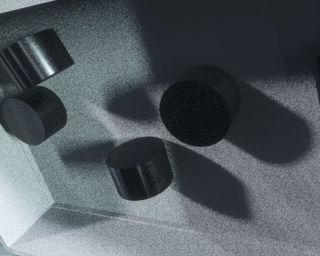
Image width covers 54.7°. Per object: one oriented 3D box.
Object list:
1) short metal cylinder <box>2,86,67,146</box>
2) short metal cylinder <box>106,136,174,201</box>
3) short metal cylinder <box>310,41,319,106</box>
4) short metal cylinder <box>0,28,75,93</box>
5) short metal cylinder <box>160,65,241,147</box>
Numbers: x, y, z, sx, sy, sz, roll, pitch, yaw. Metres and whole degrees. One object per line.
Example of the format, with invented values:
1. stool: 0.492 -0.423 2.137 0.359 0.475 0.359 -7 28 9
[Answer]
1. short metal cylinder: -0.194 -0.020 0.483 0.080 0.050 0.079 13 124 21
2. short metal cylinder: -0.027 0.053 0.420 0.080 0.080 0.050 -2 117 29
3. short metal cylinder: 0.171 -0.049 0.253 0.080 0.080 0.050 -8 115 31
4. short metal cylinder: -0.160 -0.087 0.404 0.080 0.080 0.050 -18 109 35
5. short metal cylinder: 0.047 -0.026 0.352 0.080 0.050 0.079 13 124 21
